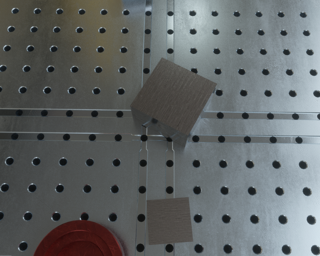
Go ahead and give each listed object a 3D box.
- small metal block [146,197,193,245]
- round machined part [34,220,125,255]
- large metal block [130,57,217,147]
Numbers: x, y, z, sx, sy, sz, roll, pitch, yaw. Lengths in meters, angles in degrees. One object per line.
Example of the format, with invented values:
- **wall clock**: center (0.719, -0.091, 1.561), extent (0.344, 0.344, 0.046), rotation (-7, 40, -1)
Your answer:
- **small metal block**: center (0.011, 0.111, 0.371), extent (0.050, 0.025, 0.050), rotation (-4, 70, -2)
- **round machined part**: center (-0.088, 0.155, 0.345), extent (0.099, 0.042, 0.098), rotation (0, 70, 0)
- **large metal block**: center (0.018, -0.033, 0.411), extent (0.080, 0.050, 0.080), rotation (28, 72, 9)
